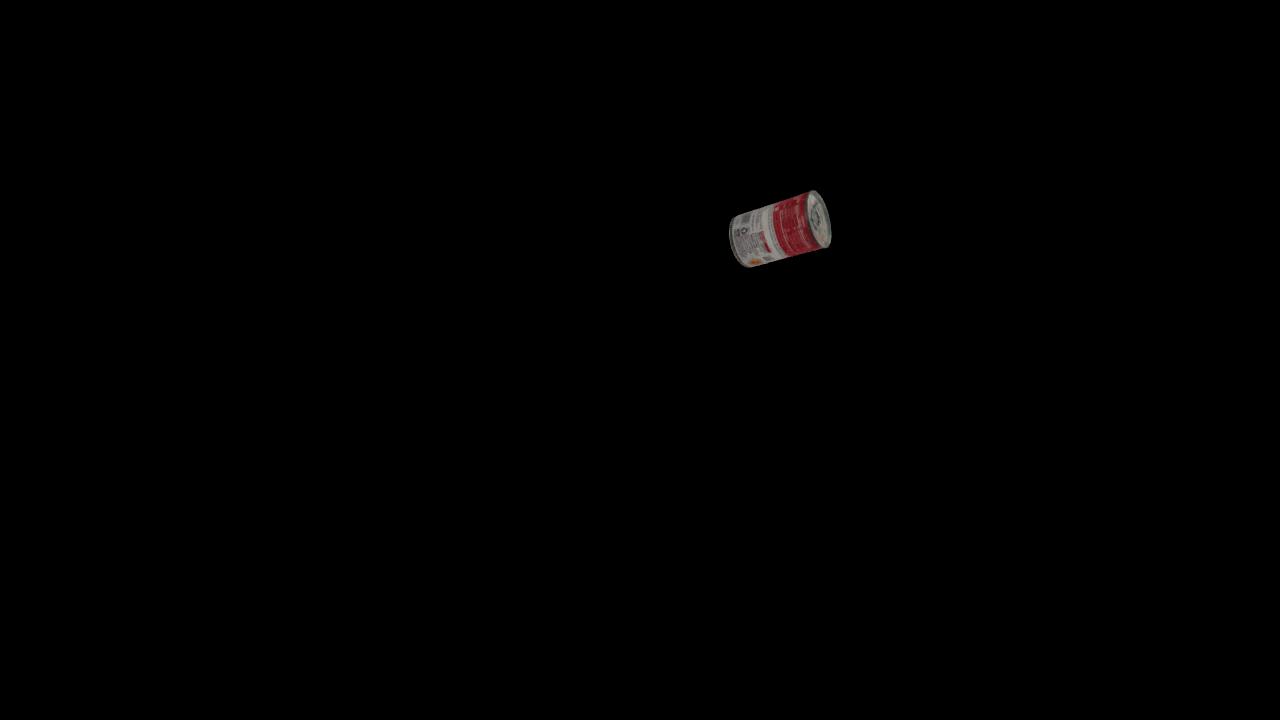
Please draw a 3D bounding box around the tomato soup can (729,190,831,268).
[{"bbox_3d":[0.165,-0.152,0.727,0.101,0.068,0.068,-11,-7,37],"label":"tomato soup can"}]
